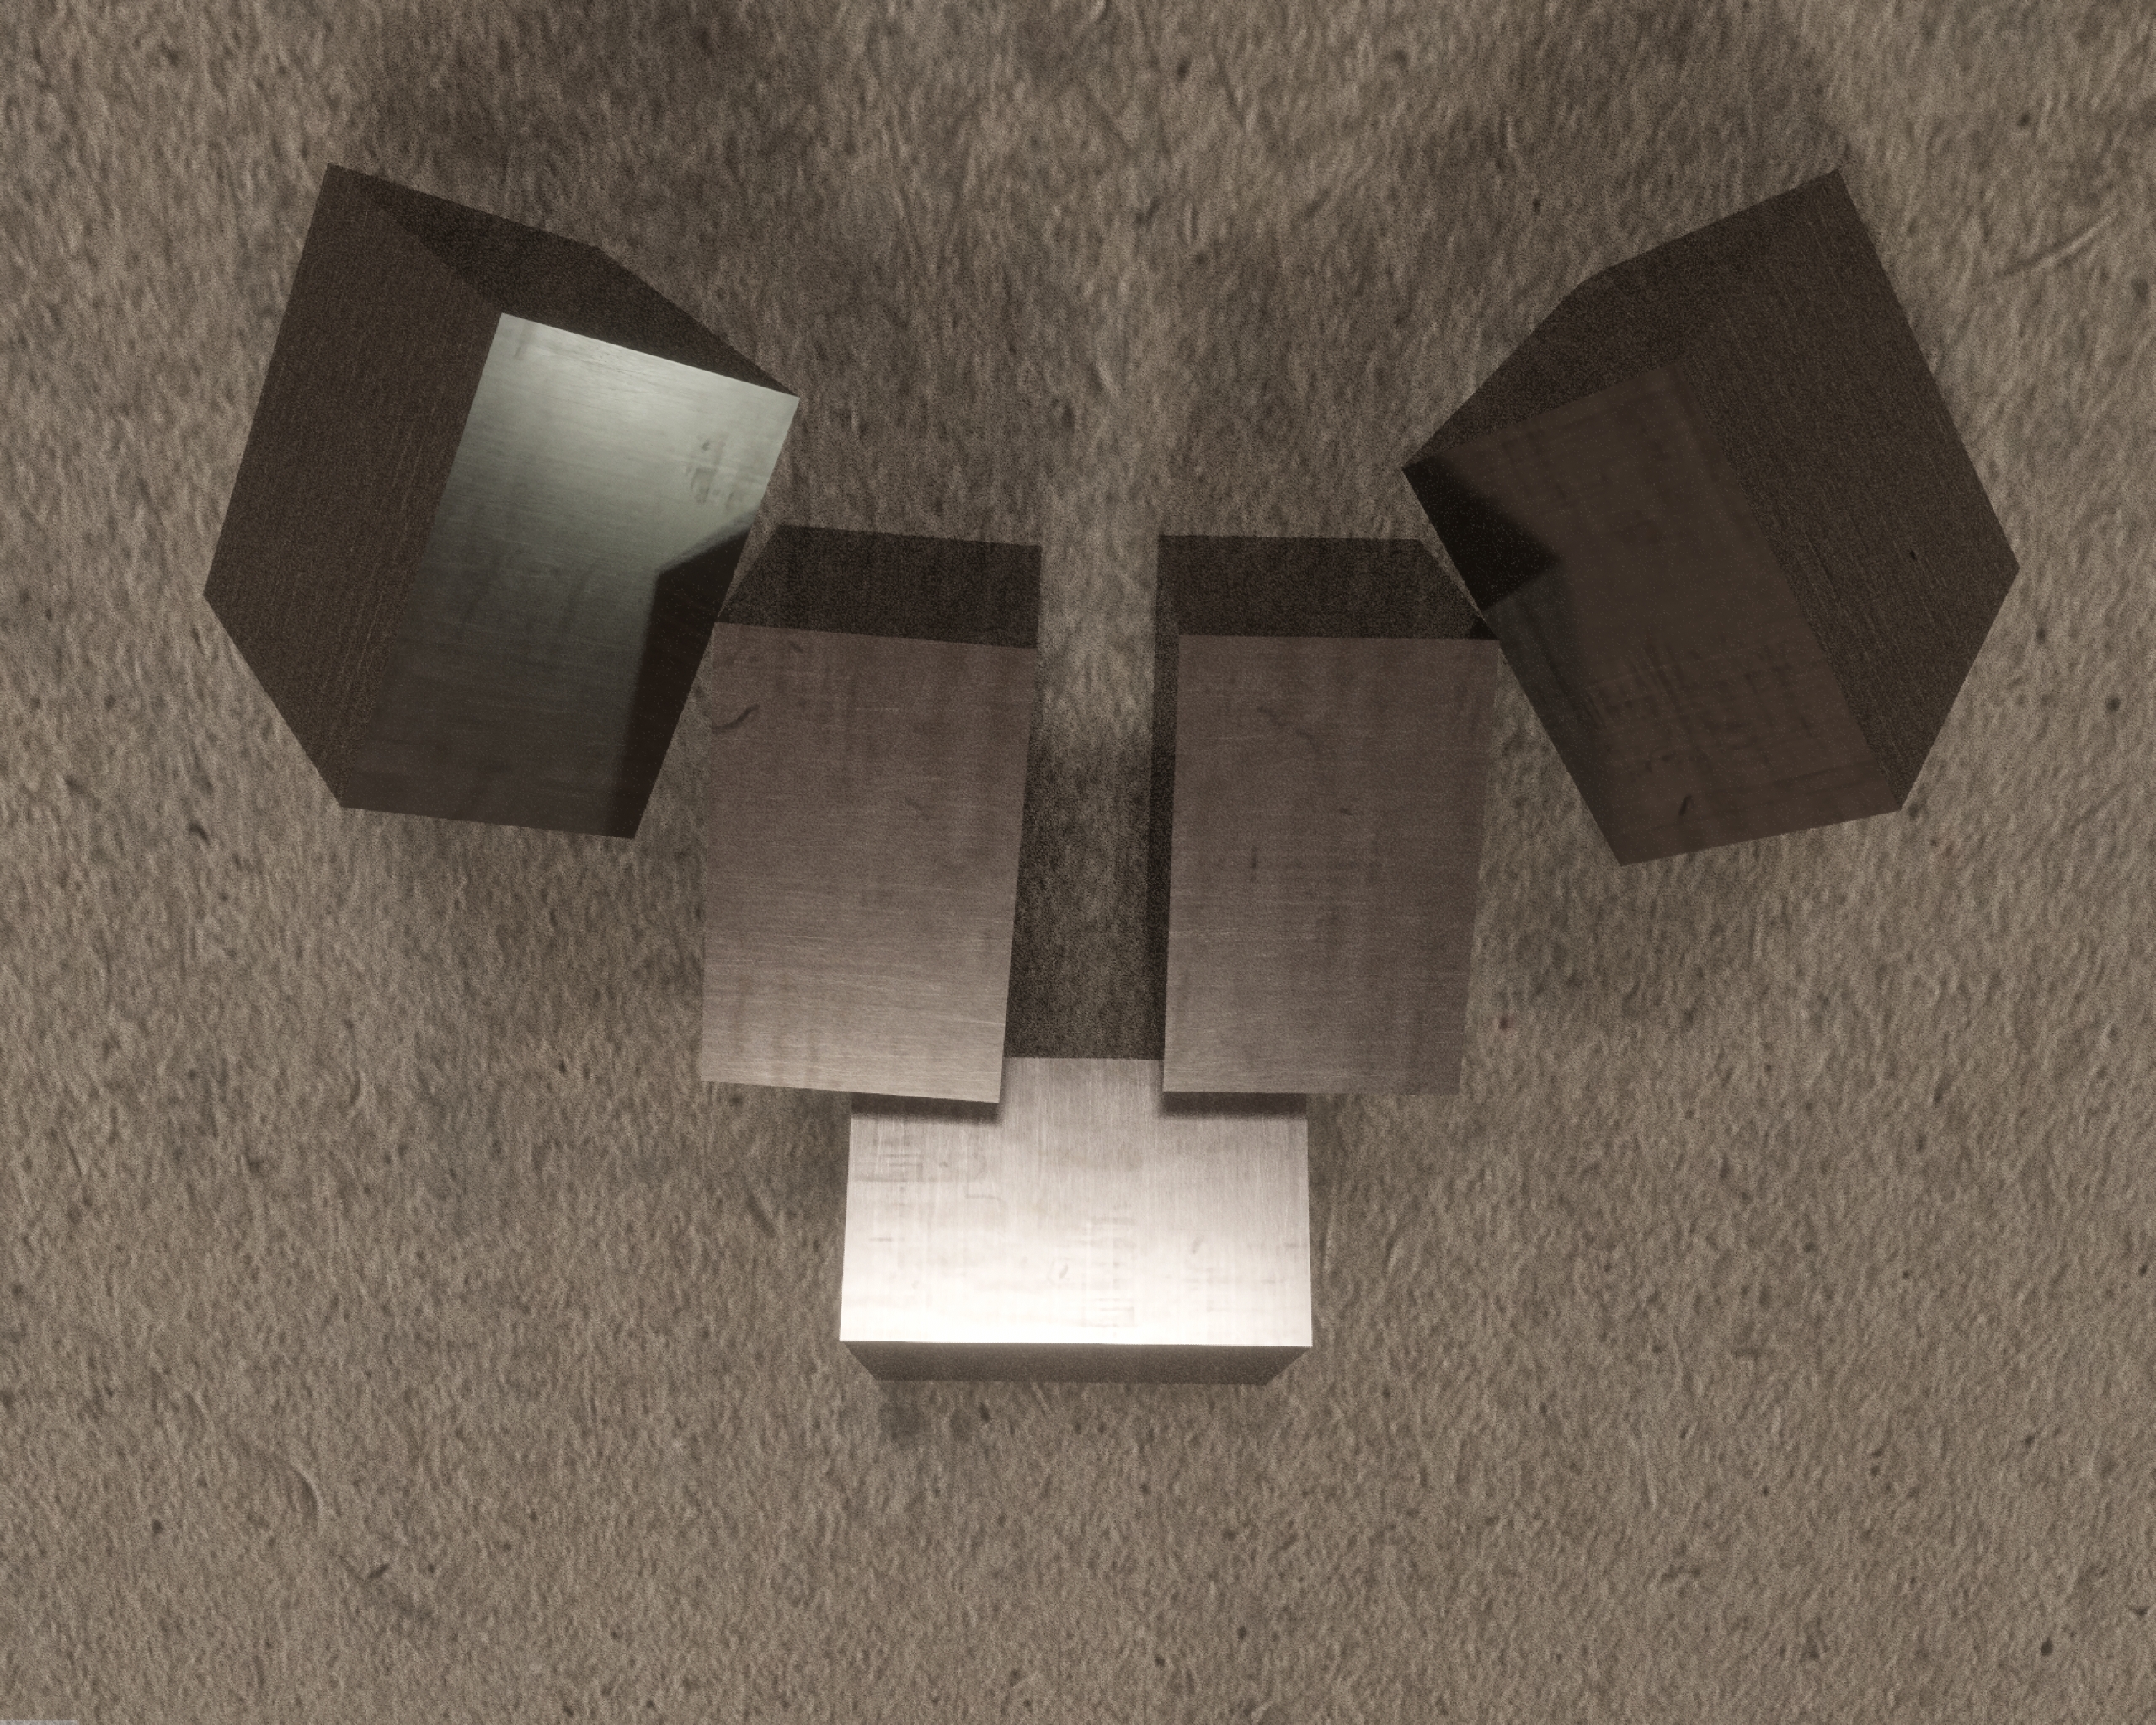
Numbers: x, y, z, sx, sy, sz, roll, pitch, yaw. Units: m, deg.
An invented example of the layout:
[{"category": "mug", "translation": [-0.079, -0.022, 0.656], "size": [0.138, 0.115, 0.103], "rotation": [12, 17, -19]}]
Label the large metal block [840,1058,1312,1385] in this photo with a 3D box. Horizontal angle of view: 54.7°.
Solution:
[{"category": "large metal block", "translation": [0.000, 0.071, 0.401], "size": [0.081, 0.080, 0.050], "rotation": [1, 71, -1]}]

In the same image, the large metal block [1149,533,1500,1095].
[{"category": "large metal block", "translation": [0.040, -0.012, 0.378], "size": [0.050, 0.080, 0.079], "rotation": [1, 110, -1]}]

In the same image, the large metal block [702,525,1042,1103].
[{"category": "large metal block", "translation": [-0.035, -0.012, 0.377], "size": [0.050, 0.080, 0.079], "rotation": [5, 110, -2]}]

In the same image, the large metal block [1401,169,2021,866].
[{"category": "large metal block", "translation": [0.111, -0.058, 0.355], "size": [0.050, 0.080, 0.080], "rotation": [-15, 114, 45]}]

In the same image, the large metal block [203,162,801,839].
[{"category": "large metal block", "translation": [-0.100, -0.060, 0.349], "size": [0.050, 0.080, 0.079], "rotation": [7, 115, -42]}]
